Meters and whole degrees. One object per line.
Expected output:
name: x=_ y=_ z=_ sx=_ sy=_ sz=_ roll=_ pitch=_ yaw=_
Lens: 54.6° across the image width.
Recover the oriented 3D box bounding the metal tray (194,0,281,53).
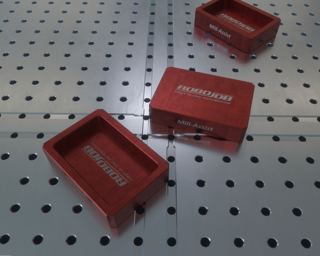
metal tray: x=0.139 y=-0.195 z=0.569 sx=0.090 sy=0.030 sz=0.130 roll=-35 pitch=58 yaw=-26

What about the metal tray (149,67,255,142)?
metal tray: x=0.060 y=-0.036 z=0.436 sx=0.130 sy=0.030 sz=0.090 roll=14 pitch=51 yaw=11

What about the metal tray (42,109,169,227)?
metal tray: x=-0.064 y=0.041 z=0.369 sx=0.130 sy=0.030 sz=0.090 roll=37 pitch=59 yaw=27
